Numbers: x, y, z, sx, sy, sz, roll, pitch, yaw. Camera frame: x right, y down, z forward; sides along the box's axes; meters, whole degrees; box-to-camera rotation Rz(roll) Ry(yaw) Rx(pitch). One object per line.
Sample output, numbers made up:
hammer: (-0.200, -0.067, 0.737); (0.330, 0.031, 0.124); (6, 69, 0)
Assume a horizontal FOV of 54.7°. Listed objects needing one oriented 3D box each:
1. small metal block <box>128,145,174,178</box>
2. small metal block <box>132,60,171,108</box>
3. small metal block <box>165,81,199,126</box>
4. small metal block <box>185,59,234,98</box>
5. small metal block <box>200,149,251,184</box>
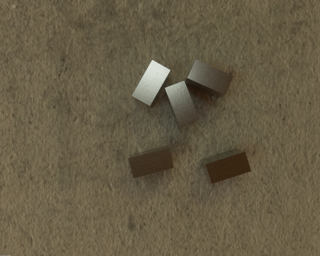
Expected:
small metal block: (-0.011, 0.042, 0.397); (0.050, 0.050, 0.025); (-15, 90, 0)
small metal block: (-0.011, -0.054, 0.397); (0.025, 0.050, 0.050); (30, 90, 0)
small metal block: (0.026, -0.030, 0.398); (0.025, 0.050, 0.050); (-21, 90, 0)
small metal block: (0.061, -0.062, 0.398); (0.050, 0.050, 0.025); (24, 90, -1)
small metal block: (0.083, 0.048, 0.399); (0.050, 0.050, 0.025); (-18, 90, 0)
